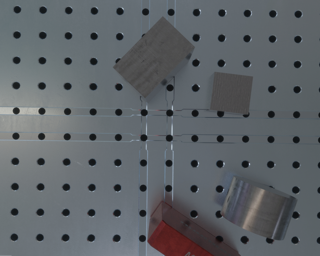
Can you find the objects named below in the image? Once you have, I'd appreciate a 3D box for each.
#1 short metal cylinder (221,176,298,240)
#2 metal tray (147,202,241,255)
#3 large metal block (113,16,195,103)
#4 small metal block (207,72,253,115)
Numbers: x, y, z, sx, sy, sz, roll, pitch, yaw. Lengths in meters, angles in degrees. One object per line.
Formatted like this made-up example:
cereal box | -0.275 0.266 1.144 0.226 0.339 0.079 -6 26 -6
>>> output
short metal cylinder | 0.122 0.097 0.387 0.080 0.080 0.050 19 90 0
metal tray | 0.048 0.149 0.381 0.130 0.090 0.030 34 90 0
large metal block | -0.007 -0.079 0.386 0.050 0.080 0.080 44 90 0
small metal block | 0.093 -0.045 0.414 0.050 0.025 0.050 7 90 0
